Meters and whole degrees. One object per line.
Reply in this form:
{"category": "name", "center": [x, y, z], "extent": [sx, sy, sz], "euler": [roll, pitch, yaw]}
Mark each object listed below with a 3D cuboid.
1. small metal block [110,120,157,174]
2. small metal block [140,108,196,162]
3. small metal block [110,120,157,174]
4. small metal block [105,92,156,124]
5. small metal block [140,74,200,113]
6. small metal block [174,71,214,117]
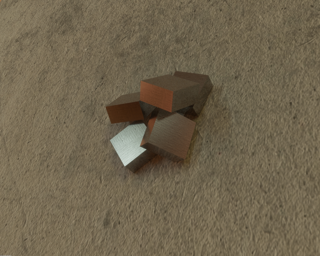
{"category": "small metal block", "center": [-0.030, 0.022, 0.406], "extent": [0.050, 0.025, 0.050], "euler": [-38, 51, 2]}
{"category": "small metal block", "center": [0.010, 0.008, 0.375], "extent": [0.025, 0.050, 0.050], "euler": [-30, 38, 61]}
{"category": "small metal block", "center": [-0.030, 0.022, 0.406], "extent": [0.050, 0.025, 0.050], "euler": [-38, 51, 2]}
{"category": "small metal block", "center": [-0.038, -0.030, 0.426], "extent": [0.050, 0.025, 0.050], "euler": [-7, 21, 24]}
{"category": "small metal block", "center": [0.012, -0.044, 0.375], "extent": [0.050, 0.025, 0.050], "euler": [24, 31, 36]}
{"category": "small metal block", "center": [0.036, -0.046, 0.414], "extent": [0.050, 0.025, 0.050], "euler": [15, 69, 33]}
